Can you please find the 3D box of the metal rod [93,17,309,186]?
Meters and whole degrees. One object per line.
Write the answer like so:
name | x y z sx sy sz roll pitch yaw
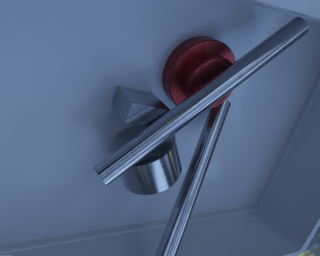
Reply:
metal rod | 0.055 -0.037 0.357 0.301 0.025 0.025 -37 130 -10

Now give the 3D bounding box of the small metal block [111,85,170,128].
small metal block | -0.023 -0.025 0.366 0.050 0.050 0.025 9 114 -33

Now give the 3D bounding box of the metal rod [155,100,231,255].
metal rod | 0.034 0.098 0.409 0.025 0.025 0.299 31 75 -38

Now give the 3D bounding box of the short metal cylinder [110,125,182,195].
short metal cylinder | -0.016 0.037 0.388 0.081 0.080 0.050 -25 128 -14

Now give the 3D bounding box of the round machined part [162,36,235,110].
round machined part | 0.056 -0.062 0.392 0.099 0.042 0.097 -14 124 -21
